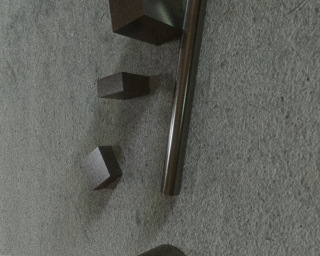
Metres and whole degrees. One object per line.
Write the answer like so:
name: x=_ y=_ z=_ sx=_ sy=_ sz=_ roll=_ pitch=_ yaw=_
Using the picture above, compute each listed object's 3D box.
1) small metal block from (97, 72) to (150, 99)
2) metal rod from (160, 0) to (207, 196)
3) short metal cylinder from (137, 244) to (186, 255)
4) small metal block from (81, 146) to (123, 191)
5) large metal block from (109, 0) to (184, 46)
small metal block: x=-0.051 y=-0.057 z=0.428 sx=0.050 sy=0.050 sz=0.025 roll=-8 pitch=85 yaw=39
metal rod: x=0.032 y=-0.065 z=0.376 sx=0.025 sy=0.025 sz=0.298 roll=13 pitch=98 yaw=39
short metal cylinder: x=-0.001 y=0.194 z=0.388 sx=0.080 sy=0.050 sz=0.079 roll=0 pitch=90 yaw=39
small metal block: x=-0.090 y=0.062 z=0.477 sx=0.050 sy=0.025 sz=0.050 roll=-40 pitch=66 yaw=32
large metal block: x=-0.016 y=-0.155 z=0.380 sx=0.050 sy=0.081 sz=0.080 roll=-14 pitch=81 yaw=39
